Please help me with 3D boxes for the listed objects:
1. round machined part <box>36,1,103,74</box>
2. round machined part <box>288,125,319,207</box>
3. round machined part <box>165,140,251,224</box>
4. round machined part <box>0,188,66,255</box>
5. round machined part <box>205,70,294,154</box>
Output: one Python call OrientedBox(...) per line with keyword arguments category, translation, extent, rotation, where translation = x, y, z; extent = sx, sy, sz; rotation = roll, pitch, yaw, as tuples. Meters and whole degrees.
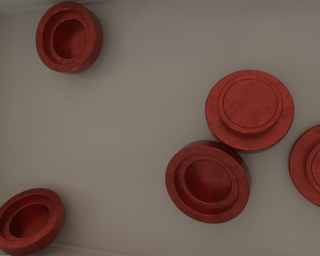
OrientedBox(category="round machined part", translation=(-0.124, -0.125, 0.444), extent=(0.098, 0.042, 0.097), rotation=(0, 90, 19))
OrientedBox(category="round machined part", translation=(0.192, 0.042, 0.334), extent=(0.098, 0.042, 0.097), rotation=(0, 90, 19))
OrientedBox(category="round machined part", translation=(0.059, 0.060, 0.371), extent=(0.098, 0.042, 0.097), rotation=(7, 108, 22))
OrientedBox(category="round machined part", translation=(-0.184, 0.138, 0.446), extent=(0.098, 0.098, 0.042), rotation=(8, 133, 19))
OrientedBox(category="round machined part", translation=(0.101, -0.022, 0.352), extent=(0.098, 0.042, 0.098), rotation=(-3, 75, 11))
